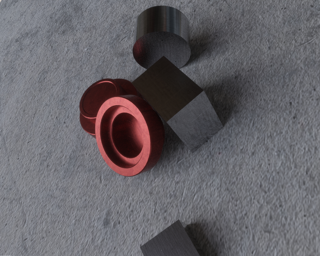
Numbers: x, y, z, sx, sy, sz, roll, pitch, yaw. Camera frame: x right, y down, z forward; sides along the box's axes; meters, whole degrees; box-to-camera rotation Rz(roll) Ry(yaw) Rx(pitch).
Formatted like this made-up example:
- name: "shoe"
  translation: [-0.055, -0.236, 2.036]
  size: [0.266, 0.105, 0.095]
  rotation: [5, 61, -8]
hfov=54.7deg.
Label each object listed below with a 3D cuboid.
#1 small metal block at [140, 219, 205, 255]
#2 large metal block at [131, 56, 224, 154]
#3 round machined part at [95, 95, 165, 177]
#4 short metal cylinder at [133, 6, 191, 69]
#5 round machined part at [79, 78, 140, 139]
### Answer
- name: "small metal block"
  translation: [0.016, 0.131, 0.315]
  size: [0.050, 0.025, 0.050]
  rotation: [-37, 51, 3]
- name: "large metal block"
  translation: [0.022, -0.027, 0.373]
  size: [0.050, 0.080, 0.080]
  rotation: [-41, 51, 0]
- name: "round machined part"
  translation: [-0.033, 0.007, 0.383]
  size: [0.098, 0.042, 0.097]
  rotation: [10, 106, 40]
- name: "short metal cylinder"
  translation: [0.003, -0.125, 0.442]
  size: [0.080, 0.080, 0.050]
  rotation: [-12, 57, 21]
- name: "round machined part"
  translation: [-0.077, -0.033, 0.452]
  size: [0.098, 0.042, 0.098]
  rotation: [-13, 56, 20]
